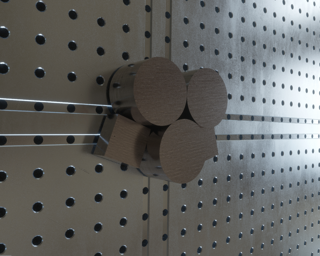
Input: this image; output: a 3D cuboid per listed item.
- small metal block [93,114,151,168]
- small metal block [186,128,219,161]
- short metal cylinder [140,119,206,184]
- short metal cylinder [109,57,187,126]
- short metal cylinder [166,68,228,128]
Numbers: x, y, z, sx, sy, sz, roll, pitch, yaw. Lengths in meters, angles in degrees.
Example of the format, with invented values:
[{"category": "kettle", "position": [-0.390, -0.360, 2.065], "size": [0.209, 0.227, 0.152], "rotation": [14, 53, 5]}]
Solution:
[{"category": "small metal block", "position": [-0.044, 0.016, 0.368], "size": [0.050, 0.025, 0.050], "rotation": [26, 74, -37]}, {"category": "small metal block", "position": [0.056, 0.022, 0.453], "size": [0.050, 0.025, 0.050], "rotation": [-18, 102, -39]}, {"category": "short metal cylinder", "position": [0.014, 0.028, 0.400], "size": [0.081, 0.050, 0.079], "rotation": [0, 90, -40]}, {"category": "short metal cylinder", "position": [-0.014, -0.042, 0.377], "size": [0.081, 0.050, 0.079], "rotation": [0, 90, -40]}, {"category": "short metal cylinder", "position": [0.048, -0.040, 0.429], "size": [0.081, 0.050, 0.079], "rotation": [0, 90, -40]}]
